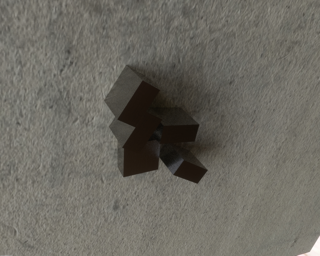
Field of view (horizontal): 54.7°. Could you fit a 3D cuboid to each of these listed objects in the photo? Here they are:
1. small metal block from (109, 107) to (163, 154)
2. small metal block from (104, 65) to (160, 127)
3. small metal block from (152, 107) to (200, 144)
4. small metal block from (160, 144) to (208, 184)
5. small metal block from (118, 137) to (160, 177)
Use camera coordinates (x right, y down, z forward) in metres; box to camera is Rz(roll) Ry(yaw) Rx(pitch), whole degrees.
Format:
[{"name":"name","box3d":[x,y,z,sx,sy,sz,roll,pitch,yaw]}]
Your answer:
[{"name":"small metal block","box3d":[-0.031,-0.006,0.372,0.025,0.050,0.050,25,105,-37]},{"name":"small metal block","box3d":[-0.033,-0.037,0.351,0.025,0.050,0.050,25,104,-37]},{"name":"small metal block","box3d":[0.014,-0.005,0.397,0.050,0.050,0.025,-2,120,-28]},{"name":"small metal block","box3d":[0.032,0.049,0.440,0.050,0.050,0.025,26,104,-38]},{"name":"small metal block","box3d":[-0.029,0.034,0.413,0.050,0.025,0.050,-10,123,-24]}]
